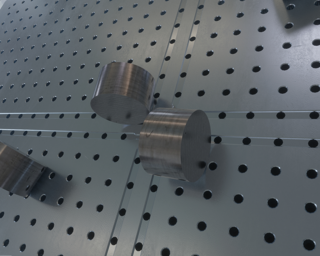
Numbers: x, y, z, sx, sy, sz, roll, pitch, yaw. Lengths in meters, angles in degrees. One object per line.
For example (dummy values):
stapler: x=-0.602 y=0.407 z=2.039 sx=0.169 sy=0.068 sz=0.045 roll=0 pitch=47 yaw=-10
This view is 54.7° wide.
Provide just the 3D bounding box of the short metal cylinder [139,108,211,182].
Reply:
short metal cylinder: x=0.019 y=0.018 z=0.352 sx=0.050 sy=0.080 sz=0.080 roll=5 pitch=64 yaw=30

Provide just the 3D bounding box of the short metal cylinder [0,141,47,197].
short metal cylinder: x=-0.215 y=0.058 z=0.450 sx=0.080 sy=0.080 sz=0.050 roll=20 pitch=73 yaw=35

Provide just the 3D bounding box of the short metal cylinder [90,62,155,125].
short metal cylinder: x=-0.050 y=-0.045 z=0.427 sx=0.080 sy=0.080 sz=0.050 roll=-5 pitch=60 yaw=26
